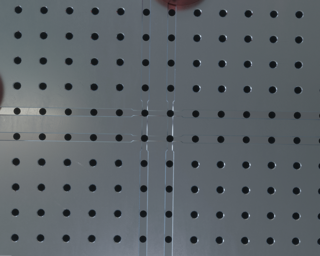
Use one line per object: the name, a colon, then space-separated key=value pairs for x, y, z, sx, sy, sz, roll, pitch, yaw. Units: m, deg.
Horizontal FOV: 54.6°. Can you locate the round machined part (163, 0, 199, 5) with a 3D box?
round machined part: x=0.028 y=-0.217 z=0.405 sx=0.099 sy=0.042 sz=0.097 roll=0 pitch=90 yaw=0
